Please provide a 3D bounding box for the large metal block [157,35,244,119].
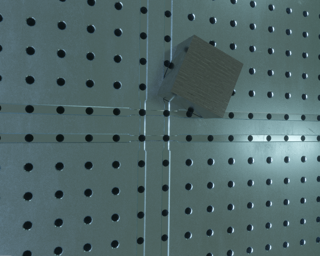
[{"bbox_3d":[0.054,-0.066,0.420,0.080,0.050,0.080,25,82,-19],"label":"large metal block"}]
